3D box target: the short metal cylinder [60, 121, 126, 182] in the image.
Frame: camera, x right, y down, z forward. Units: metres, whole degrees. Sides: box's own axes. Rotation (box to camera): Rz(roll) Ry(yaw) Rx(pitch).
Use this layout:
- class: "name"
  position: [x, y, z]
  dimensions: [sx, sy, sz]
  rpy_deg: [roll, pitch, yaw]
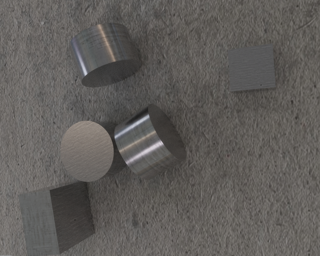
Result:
- class: "short metal cylinder"
  position: [-0.087, 0.030, 0.426]
  dimensions: [0.080, 0.050, 0.079]
  rpy_deg: [0, 90, 20]

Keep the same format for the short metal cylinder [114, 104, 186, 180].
- class: "short metal cylinder"
  position: [-0.011, 0.017, 0.383]
  dimensions: [0.050, 0.080, 0.080]
  rpy_deg: [-32, 80, 17]

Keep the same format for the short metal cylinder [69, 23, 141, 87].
- class: "short metal cylinder"
  position: [-0.071, -0.093, 0.405]
  dimensions: [0.080, 0.080, 0.050]
  rpy_deg: [-23, 83, 18]

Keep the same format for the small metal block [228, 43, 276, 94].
- class: "small metal block"
  position: [0.110, -0.070, 0.370]
  dimensions: [0.050, 0.025, 0.050]
  rpy_deg: [-4, 89, 20]

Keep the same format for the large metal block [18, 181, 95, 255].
- class: "large metal block"
  position: [-0.140, 0.121, 0.429]
  dimensions: [0.050, 0.080, 0.080]
  rpy_deg: [-12, 86, 20]
